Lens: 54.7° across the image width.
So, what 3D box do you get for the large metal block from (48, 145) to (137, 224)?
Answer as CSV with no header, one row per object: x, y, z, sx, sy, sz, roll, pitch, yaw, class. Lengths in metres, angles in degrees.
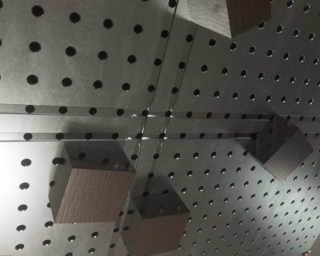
-0.087,0.072,0.393,0.081,0.050,0.079,9,114,-33,large metal block

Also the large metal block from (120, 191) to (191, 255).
-0.009,0.151,0.485,0.081,0.050,0.079,0,118,-29,large metal block

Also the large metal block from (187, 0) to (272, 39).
0.065,-0.150,0.320,0.050,0.080,0.080,-29,129,-11,large metal block

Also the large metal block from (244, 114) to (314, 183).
0.206,0.037,0.533,0.080,0.050,0.080,-47,130,5,large metal block
